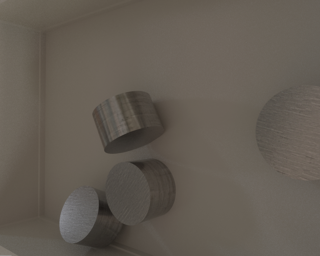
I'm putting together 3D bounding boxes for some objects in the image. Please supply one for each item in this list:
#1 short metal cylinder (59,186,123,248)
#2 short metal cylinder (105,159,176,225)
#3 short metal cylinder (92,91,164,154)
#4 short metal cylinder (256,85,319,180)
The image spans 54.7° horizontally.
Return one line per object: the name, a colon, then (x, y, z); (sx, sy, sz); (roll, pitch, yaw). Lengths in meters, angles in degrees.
short metal cylinder: (-0.099, 0.130, 0.452); (0.080, 0.050, 0.080); (-20, 54, 31)
short metal cylinder: (-0.026, 0.082, 0.410); (0.080, 0.050, 0.079); (0, 90, 39)
short metal cylinder: (-0.041, -0.006, 0.403); (0.080, 0.081, 0.050); (-34, 69, 34)
short metal cylinder: (0.135, 0.004, 0.279); (0.080, 0.050, 0.079); (0, 90, 39)
